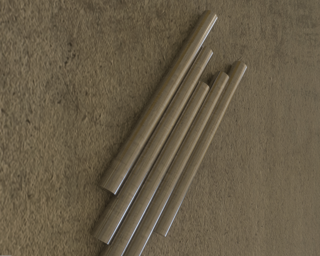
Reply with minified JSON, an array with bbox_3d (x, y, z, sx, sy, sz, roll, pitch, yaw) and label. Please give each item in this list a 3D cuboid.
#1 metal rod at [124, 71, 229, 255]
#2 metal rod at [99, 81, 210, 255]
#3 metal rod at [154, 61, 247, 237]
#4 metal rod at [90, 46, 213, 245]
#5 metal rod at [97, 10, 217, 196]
[{"bbox_3d":[0.029,0.039,0.433,0.025,0.025,0.300,44,64,-32],"label":"metal rod"},{"bbox_3d":[-0.006,0.059,0.403,0.025,0.025,0.300,44,63,-32],"label":"metal rod"},{"bbox_3d":[0.065,0.017,0.463,0.025,0.025,0.300,44,64,-32],"label":"metal rod"},{"bbox_3d":[0.000,0.006,0.408,0.025,0.025,0.300,44,63,-32],"label":"metal rod"},{"bbox_3d":[0.007,-0.049,0.414,0.025,0.025,0.300,44,64,-32],"label":"metal rod"}]
